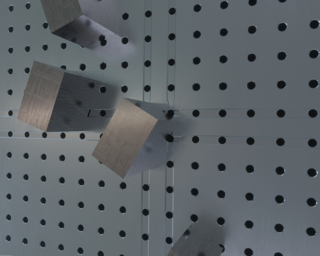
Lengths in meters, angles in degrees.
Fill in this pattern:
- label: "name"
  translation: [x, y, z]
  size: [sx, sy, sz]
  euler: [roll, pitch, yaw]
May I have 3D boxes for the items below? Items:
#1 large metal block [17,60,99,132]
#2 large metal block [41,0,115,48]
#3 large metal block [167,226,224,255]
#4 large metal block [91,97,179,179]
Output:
- label: "large metal block"
  translation: [-0.140, -0.041, 0.433]
  size: [0.050, 0.080, 0.080]
  euler: [22, 97, 19]
- label: "large metal block"
  translation: [-0.115, -0.165, 0.424]
  size: [0.050, 0.080, 0.080]
  euler: [-22, 83, 19]
- label: "large metal block"
  translation: [0.029, 0.177, 0.373]
  size: [0.050, 0.080, 0.080]
  euler: [29, 100, 18]
- label: "large metal block"
  translation: [-0.028, 0.011, 0.394]
  size: [0.050, 0.080, 0.080]
  euler: [34, 101, 17]
